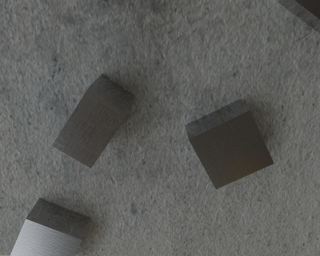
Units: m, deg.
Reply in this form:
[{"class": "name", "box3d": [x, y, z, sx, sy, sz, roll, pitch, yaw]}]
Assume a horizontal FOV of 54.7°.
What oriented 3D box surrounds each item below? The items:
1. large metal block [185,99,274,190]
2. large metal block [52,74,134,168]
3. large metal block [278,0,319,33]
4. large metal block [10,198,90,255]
[{"class": "large metal block", "box3d": [0.089, 0.021, 0.405, 0.080, 0.050, 0.080, -26, 108, 9]}, {"class": "large metal block", "box3d": [-0.077, -0.012, 0.375, 0.050, 0.080, 0.080, 33, 107, -12]}, {"class": "large metal block", "box3d": [0.197, -0.153, 0.343, 0.080, 0.050, 0.080, 31, 107, -11]}, {"class": "large metal block", "box3d": [-0.161, 0.162, 0.454, 0.080, 0.050, 0.080, 25, 108, -9]}]
